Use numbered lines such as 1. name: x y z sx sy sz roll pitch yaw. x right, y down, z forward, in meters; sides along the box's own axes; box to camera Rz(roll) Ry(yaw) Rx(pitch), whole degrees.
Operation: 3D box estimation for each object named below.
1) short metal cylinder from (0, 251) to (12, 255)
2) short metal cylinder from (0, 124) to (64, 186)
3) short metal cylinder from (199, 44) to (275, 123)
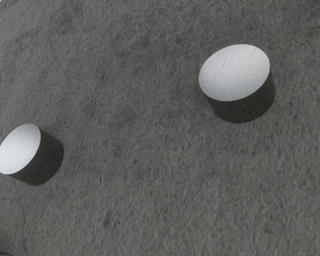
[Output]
1. short metal cylinder: -0.228 0.194 0.386 0.080 0.050 0.080 -13 56 20
2. short metal cylinder: -0.192 0.040 0.462 0.080 0.050 0.080 -13 56 20
3. short metal cylinder: 0.093 -0.052 0.371 0.080 0.050 0.080 -13 56 20
